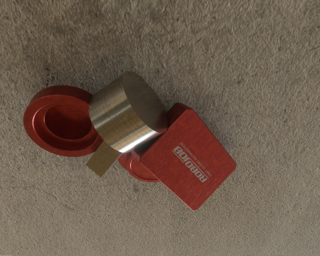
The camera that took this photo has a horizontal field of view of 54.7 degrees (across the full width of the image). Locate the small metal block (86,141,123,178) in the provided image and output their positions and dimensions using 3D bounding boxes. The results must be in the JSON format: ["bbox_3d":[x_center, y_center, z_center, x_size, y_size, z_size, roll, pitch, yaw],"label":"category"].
[{"bbox_3d":[-0.060,0.028,0.391,0.025,0.050,0.050,41,122,-1],"label":"small metal block"}]

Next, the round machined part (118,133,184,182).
[{"bbox_3d":[-0.011,0.038,0.430,0.099,0.042,0.097,-1,130,0],"label":"round machined part"}]

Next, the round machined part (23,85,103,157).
[{"bbox_3d":[-0.112,-0.012,0.385,0.099,0.042,0.097,-1,130,0],"label":"round machined part"}]

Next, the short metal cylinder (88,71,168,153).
[{"bbox_3d":[-0.035,-0.018,0.358,0.050,0.080,0.080,-31,124,23],"label":"short metal cylinder"}]

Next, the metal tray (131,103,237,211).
[{"bbox_3d":[0.036,0.041,0.412,0.090,0.030,0.130,-46,122,-5],"label":"metal tray"}]
